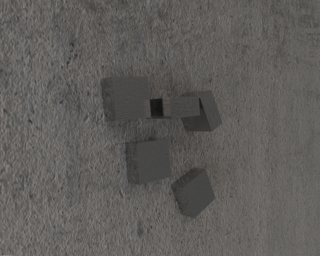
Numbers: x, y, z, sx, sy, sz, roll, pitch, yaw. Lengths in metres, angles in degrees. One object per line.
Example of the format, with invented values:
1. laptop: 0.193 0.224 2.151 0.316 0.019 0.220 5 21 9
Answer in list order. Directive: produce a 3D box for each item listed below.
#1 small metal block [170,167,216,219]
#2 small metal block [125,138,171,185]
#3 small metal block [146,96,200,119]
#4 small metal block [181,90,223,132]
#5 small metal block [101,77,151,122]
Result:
1. small metal block: 0.048 0.092 0.445 0.050 0.025 0.050 -32 110 -35
2. small metal block: -0.015 0.041 0.392 0.050 0.025 0.050 -7 95 -40
3. small metal block: 0.015 -0.026 0.401 0.050 0.050 0.025 -7 95 -40
4. small metal block: 0.053 -0.023 0.432 0.025 0.050 0.050 -35 112 -34
5. small metal block: -0.040 -0.035 0.371 0.050 0.025 0.050 -8 95 -40
